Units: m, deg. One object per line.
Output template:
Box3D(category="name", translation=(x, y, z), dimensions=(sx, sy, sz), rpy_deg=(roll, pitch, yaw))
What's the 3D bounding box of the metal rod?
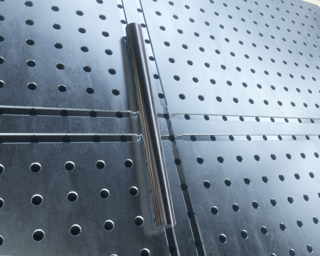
Box3D(category="metal rod", translation=(-0.018, -0.022, 0.411), dimensions=(0.025, 0.025, 0.299), rpy_deg=(4, 60, -26))
